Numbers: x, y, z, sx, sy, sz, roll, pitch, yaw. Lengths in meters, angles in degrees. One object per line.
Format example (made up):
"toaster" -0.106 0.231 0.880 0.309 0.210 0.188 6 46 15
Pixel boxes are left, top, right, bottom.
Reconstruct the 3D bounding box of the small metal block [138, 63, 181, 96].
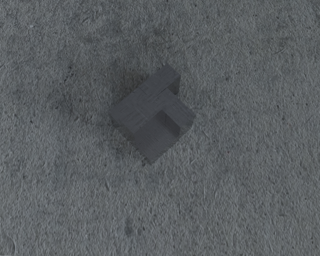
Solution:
"small metal block" 0.000 -0.051 0.414 0.050 0.050 0.025 -42 76 -14

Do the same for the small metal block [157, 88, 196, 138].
"small metal block" 0.017 -0.017 0.402 0.025 0.050 0.050 -41 76 -14

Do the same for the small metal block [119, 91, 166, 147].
"small metal block" -0.020 -0.010 0.373 0.050 0.050 0.025 -42 76 -14

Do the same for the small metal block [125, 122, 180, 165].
"small metal block" -0.010 0.012 0.405 0.050 0.025 0.050 -41 75 -14

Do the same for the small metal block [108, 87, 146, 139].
"small metal block" -0.037 -0.019 0.402 0.050 0.050 0.025 -42 76 -14
